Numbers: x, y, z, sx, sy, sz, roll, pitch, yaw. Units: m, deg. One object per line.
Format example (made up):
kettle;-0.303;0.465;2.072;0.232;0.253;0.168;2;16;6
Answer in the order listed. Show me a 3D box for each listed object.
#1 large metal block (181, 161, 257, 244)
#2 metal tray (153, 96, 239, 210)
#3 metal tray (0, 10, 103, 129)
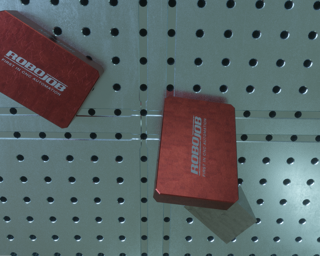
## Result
large metal block;0.075;0.092;0.419;0.050;0.080;0.080;-43;105;14
metal tray;0.044;0.027;0.373;0.091;0.130;0.030;8;149;-3
metal tray;-0.149;-0.070;0.383;0.130;0.030;0.090;33;107;-12
